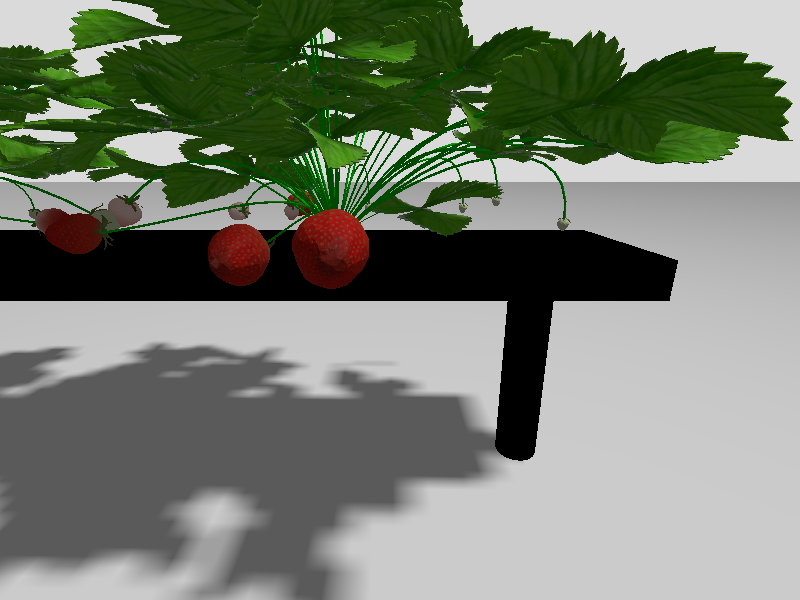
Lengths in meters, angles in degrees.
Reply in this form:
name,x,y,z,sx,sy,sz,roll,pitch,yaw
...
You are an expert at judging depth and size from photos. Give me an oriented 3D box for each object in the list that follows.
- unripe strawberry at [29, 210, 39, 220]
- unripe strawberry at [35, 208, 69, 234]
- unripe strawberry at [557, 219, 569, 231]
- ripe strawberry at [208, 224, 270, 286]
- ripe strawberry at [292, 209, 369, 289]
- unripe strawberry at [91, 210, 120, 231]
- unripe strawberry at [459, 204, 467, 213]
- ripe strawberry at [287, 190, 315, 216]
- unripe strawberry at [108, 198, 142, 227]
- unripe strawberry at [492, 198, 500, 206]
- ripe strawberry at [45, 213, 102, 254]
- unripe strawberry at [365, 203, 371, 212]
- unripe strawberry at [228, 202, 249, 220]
name,x,y,z,sx,sy,sz,roll,pitch,yaw
unripe strawberry,-0.436,-0.102,0.478,0.011,0.011,0.011,9,20,26
unripe strawberry,-0.303,-0.068,0.354,0.026,0.026,0.029,0,18,-3
unripe strawberry,0.157,-0.072,0.385,0.010,0.011,0.011,-3,18,-10
ripe strawberry,-0.086,-0.022,0.207,0.031,0.033,0.034,4,19,11
ripe strawberry,-0.035,-0.024,0.202,0.039,0.041,0.042,-2,19,-8
unripe strawberry,-0.277,-0.073,0.377,0.022,0.022,0.024,31,11,-16
unripe strawberry,0.078,-0.114,0.498,0.010,0.011,0.011,14,23,38
ripe strawberry,-0.130,-0.126,0.523,0.037,0.032,0.037,-7,6,-21
unripe strawberry,-0.300,-0.094,0.435,0.033,0.032,0.030,-44,-2,27
unripe strawberry,0.120,-0.122,0.498,0.010,0.010,0.011,-16,24,-40
ripe strawberry,-0.231,-0.047,0.285,0.032,0.028,0.032,-7,19,-19
unripe strawberry,-0.040,-0.119,0.517,0.011,0.011,0.010,2,18,5
unripe strawberry,-0.194,-0.107,0.480,0.024,0.021,0.024,-17,20,-42
